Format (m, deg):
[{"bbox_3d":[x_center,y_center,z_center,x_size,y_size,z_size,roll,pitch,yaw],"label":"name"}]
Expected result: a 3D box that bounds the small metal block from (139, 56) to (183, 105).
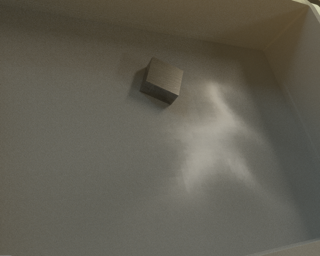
[{"bbox_3d":[0.003,-0.068,0.448,0.050,0.025,0.050,23,53,-15],"label":"small metal block"}]
